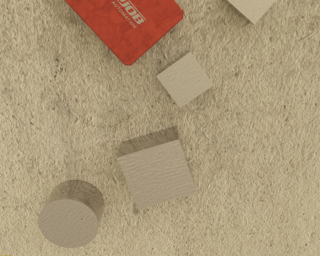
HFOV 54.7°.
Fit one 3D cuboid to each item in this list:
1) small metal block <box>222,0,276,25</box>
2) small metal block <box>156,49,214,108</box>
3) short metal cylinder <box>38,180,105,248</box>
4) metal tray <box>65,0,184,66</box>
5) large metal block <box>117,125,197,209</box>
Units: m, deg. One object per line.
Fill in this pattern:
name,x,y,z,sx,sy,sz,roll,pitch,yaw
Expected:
small metal block,0.104,-0.155,0.354,0.050,0.025,0.050,36,106,-13
small metal block,0.031,-0.062,0.387,0.050,0.025,0.050,-34,107,11
short metal cylinder,-0.123,0.121,0.440,0.081,0.050,0.079,0,110,0
metal tray,-0.048,-0.148,0.352,0.090,0.030,0.130,-40,106,13
large metal block,-0.003,0.052,0.415,0.080,0.050,0.080,-17,109,6
